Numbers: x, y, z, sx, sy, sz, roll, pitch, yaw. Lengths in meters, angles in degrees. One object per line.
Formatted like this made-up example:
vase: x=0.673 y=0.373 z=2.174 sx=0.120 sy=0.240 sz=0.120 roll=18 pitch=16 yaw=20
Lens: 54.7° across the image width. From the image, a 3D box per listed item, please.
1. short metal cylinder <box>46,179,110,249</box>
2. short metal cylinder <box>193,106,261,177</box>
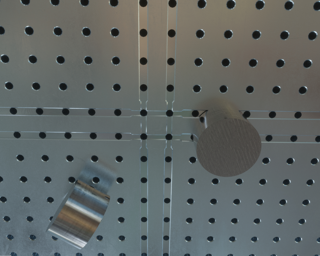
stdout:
short metal cylinder: x=-0.112 y=0.117 z=0.426 sx=0.050 sy=0.080 sz=0.080 roll=32 pitch=107 yaw=-11
short metal cylinder: x=0.085 y=0.017 z=0.407 sx=0.081 sy=0.050 sz=0.079 roll=0 pitch=110 yaw=0
